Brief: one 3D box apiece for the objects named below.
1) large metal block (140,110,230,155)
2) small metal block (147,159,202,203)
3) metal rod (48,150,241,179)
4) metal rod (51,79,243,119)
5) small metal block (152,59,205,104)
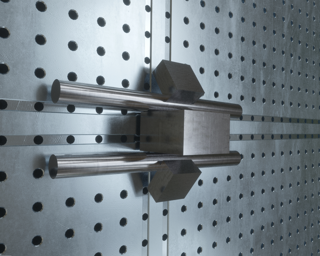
[{"bbox_3d":[0.031,0.006,0.394,0.081,0.080,0.050,2,89,-40],"label":"large metal block"},{"bbox_3d":[0.019,0.069,0.405,0.050,0.025,0.050,4,125,-40],"label":"small metal block"},{"bbox_3d":[0.007,0.044,0.411,0.302,0.025,0.025,3,89,-40],"label":"metal rod"},{"bbox_3d":[0.010,-0.032,0.412,0.302,0.025,0.025,3,89,-40],"label":"metal rod"},{"bbox_3d":[0.025,-0.060,0.410,0.050,0.025,0.050,1,55,-40],"label":"small metal block"}]
